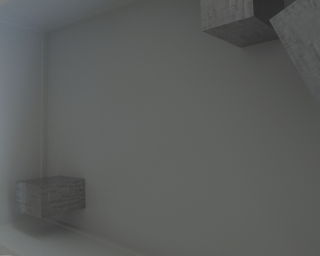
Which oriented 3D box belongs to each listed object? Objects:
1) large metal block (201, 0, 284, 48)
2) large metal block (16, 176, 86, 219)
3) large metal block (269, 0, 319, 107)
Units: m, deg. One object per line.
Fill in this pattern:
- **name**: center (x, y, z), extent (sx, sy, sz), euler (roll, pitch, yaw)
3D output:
- **large metal block**: center (0.082, -0.131, 0.303), extent (0.050, 0.081, 0.080), euler (-4, 88, 40)
- **large metal block**: center (-0.184, 0.113, 0.524), extent (0.080, 0.081, 0.050), euler (-2, 89, 40)
- **large metal block**: center (0.144, -0.062, 0.252), extent (0.050, 0.081, 0.080), euler (-33, 70, 35)
